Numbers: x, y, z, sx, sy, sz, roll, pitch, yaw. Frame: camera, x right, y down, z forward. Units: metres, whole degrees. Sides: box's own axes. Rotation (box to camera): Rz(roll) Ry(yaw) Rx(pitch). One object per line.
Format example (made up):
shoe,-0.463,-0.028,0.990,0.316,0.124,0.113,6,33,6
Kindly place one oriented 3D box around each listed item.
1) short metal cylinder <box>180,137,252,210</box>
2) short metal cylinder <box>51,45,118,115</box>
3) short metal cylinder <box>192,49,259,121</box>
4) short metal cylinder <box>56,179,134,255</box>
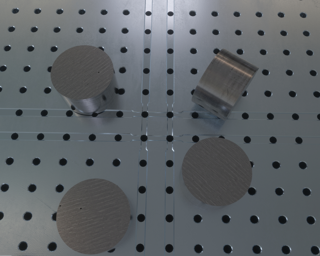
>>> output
short metal cylinder,0.065,0.057,0.378,0.081,0.050,0.080,0,70,0
short metal cylinder,-0.100,-0.064,0.421,0.081,0.050,0.080,0,70,0
short metal cylinder,0.084,-0.056,0.403,0.050,0.080,0.080,33,73,11
short metal cylinder,-0.072,0.103,0.360,0.081,0.050,0.080,0,70,0
